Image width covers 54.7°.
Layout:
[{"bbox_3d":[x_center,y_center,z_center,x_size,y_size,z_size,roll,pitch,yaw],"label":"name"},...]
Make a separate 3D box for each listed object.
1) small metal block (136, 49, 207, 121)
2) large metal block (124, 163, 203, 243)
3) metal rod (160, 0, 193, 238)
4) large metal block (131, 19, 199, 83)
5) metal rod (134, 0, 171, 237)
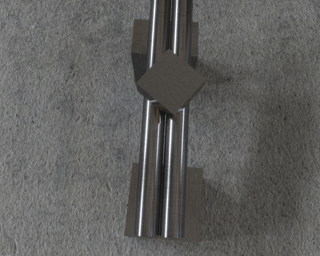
[{"bbox_3d":[0.011,-0.045,0.322,0.050,0.025,0.050,41,80,7],"label":"small metal block"},{"bbox_3d":[0.006,0.088,0.363,0.080,0.050,0.080,5,70,1],"label":"large metal block"},{"bbox_3d":[0.021,-0.036,0.345,0.025,0.025,0.299,3,77,1],"label":"metal rod"},{"bbox_3d":[0.007,-0.098,0.416,0.080,0.080,0.050,3,70,1],"label":"large metal block"},{"bbox_3d":[-0.005,-0.037,0.346,0.025,0.025,0.299,3,77,1],"label":"metal rod"}]
